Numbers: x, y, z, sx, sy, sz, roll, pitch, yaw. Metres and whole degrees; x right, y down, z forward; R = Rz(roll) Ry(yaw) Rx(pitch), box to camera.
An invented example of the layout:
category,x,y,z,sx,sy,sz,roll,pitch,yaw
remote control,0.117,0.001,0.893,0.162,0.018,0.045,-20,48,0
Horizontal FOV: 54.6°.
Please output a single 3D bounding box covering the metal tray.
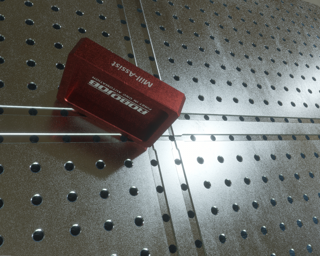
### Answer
category,x,y,z,sx,sy,sz,roll,pitch,yaw
metal tray,-0.048,-0.035,0.361,0.130,0.090,0.030,29,52,-10
